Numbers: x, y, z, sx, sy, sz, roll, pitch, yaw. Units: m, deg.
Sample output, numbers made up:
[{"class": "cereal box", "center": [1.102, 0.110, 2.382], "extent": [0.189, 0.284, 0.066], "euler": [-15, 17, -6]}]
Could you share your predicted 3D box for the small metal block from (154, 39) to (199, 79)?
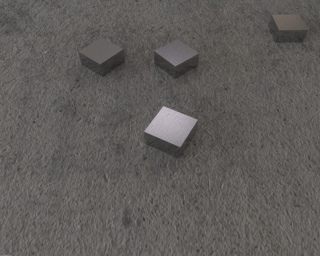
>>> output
[{"class": "small metal block", "center": [0.026, -0.111, 0.497], "extent": [0.050, 0.025, 0.050], "euler": [-33, 57, -25]}]

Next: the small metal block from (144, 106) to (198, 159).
[{"class": "small metal block", "center": [0.014, 0.005, 0.399], "extent": [0.050, 0.025, 0.050], "euler": [23, 54, 18]}]

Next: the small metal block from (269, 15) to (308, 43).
[{"class": "small metal block", "center": [0.228, -0.178, 0.555], "extent": [0.050, 0.025, 0.050], "euler": [-1, 50, -1]}]

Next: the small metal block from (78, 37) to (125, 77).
[{"class": "small metal block", "center": [-0.093, -0.115, 0.499], "extent": [0.050, 0.025, 0.050], "euler": [33, 57, 24]}]
